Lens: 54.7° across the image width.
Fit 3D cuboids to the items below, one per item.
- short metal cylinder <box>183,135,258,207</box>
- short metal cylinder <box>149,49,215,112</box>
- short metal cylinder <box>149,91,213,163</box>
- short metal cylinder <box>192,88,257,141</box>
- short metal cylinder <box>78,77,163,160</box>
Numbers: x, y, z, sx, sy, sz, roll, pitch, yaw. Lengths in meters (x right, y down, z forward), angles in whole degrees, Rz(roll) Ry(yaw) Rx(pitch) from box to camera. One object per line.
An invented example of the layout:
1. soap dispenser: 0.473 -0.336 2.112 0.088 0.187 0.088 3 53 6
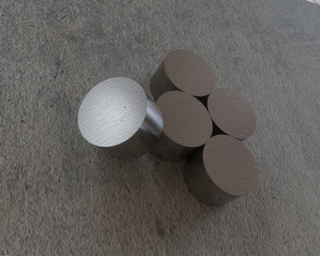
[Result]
1. short metal cylinder: 0.077 0.055 0.397 0.081 0.050 0.080 14 56 -21
2. short metal cylinder: 0.032 -0.066 0.446 0.081 0.050 0.080 14 56 -21
3. short metal cylinder: 0.020 -0.001 0.400 0.081 0.050 0.080 14 56 -21
4. short metal cylinder: 0.089 -0.010 0.443 0.081 0.050 0.080 14 56 -21
5. short metal cylinder: -0.043 -0.010 0.346 0.080 0.050 0.080 -7 67 17
